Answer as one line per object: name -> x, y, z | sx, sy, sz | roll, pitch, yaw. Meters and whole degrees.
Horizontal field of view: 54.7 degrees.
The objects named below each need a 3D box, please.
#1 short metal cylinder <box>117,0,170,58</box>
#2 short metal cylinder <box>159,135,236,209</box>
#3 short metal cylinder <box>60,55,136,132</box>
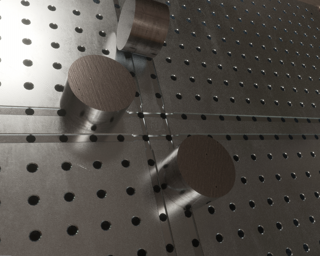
short metal cylinder -> -0.027, -0.147, 0.450 | 0.050, 0.080, 0.080 | 8, 58, -24
short metal cylinder -> 0.045, 0.055, 0.385 | 0.081, 0.050, 0.080 | 14, 56, -21
short metal cylinder -> -0.076, -0.042, 0.378 | 0.081, 0.050, 0.080 | 14, 56, -21
